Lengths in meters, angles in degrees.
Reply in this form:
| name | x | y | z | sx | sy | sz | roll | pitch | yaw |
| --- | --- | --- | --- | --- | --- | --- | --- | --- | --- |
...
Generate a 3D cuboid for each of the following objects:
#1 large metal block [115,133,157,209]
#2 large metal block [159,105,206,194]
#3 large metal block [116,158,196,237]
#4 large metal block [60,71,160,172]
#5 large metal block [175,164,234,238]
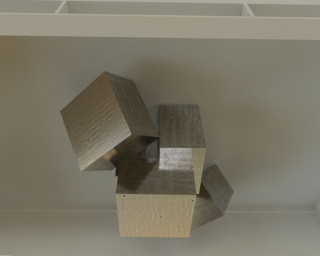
| name | x | y | z | sx | sy | sz | roll | pitch | yaw |
| --- | --- | --- | --- | --- | --- | --- | --- | --- | --- |
| large metal block | -0.029 | 0.063 | 0.424 | 0.050 | 0.080 | 0.079 | 1 | 130 | -1 |
| large metal block | 0.024 | 0.027 | 0.392 | 0.050 | 0.080 | 0.079 | 1 | 130 | -1 |
| large metal block | -0.005 | 0.080 | 0.353 | 0.081 | 0.050 | 0.079 | 1 | 130 | -1 |
| large metal block | -0.059 | -0.005 | 0.357 | 0.080 | 0.080 | 0.050 | -35 | 157 | 26 |
| large metal block | 0.053 | 0.103 | 0.449 | 0.080 | 0.080 | 0.050 | -34 | 87 | 25 |
